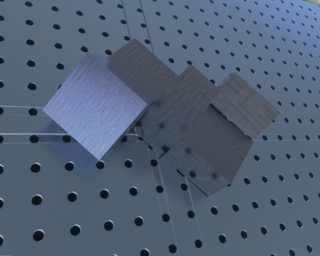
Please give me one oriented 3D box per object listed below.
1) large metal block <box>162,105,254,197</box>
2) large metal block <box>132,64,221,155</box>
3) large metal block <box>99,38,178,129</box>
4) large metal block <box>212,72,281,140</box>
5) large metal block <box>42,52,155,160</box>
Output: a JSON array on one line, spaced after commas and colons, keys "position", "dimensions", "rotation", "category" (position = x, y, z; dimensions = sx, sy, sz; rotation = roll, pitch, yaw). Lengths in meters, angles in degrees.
[{"position": [0.064, 0.028, 0.409], "dimensions": [0.080, 0.050, 0.080], "rotation": [41, 51, 1], "category": "large metal block"}, {"position": [0.020, -0.023, 0.396], "dimensions": [0.050, 0.080, 0.080], "rotation": [42, 51, -2], "category": "large metal block"}, {"position": [-0.035, -0.059, 0.409], "dimensions": [0.080, 0.050, 0.080], "rotation": [42, 52, -1], "category": "large metal block"}, {"position": [0.116, -0.034, 0.448], "dimensions": [0.080, 0.050, 0.080], "rotation": [42, 11, 0], "category": "large metal block"}, {"position": [-0.065, -0.025, 0.344], "dimensions": [0.080, 0.080, 0.050], "rotation": [42, 12, 0], "category": "large metal block"}]
